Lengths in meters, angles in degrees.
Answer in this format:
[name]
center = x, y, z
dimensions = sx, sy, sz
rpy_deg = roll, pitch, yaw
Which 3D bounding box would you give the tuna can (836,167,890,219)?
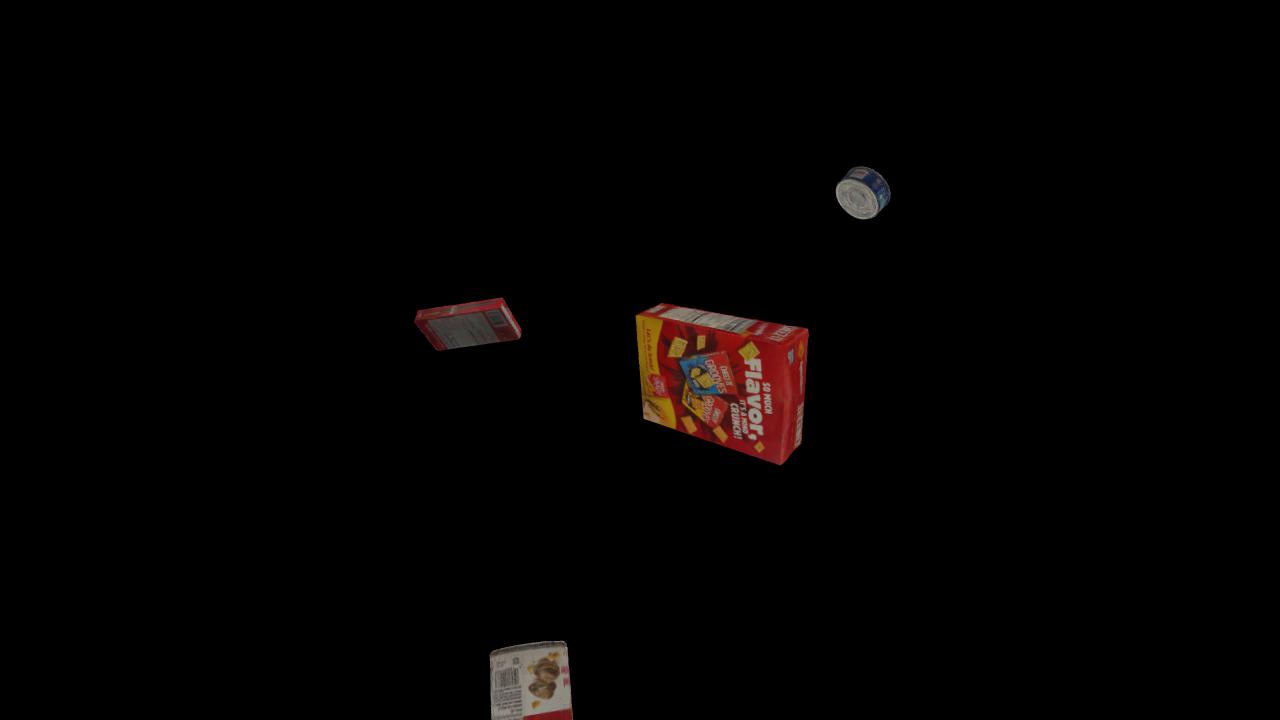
[tuna can]
center = 0.367, -0.275, 1.017
dimensions = 0.034, 0.084, 0.084
rpy_deg = -45, 16, -16

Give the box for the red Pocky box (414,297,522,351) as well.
[red Pocky box]
center = -0.284, -0.059, 1.021
dimensions = 0.155, 0.028, 0.083
rpy_deg = -7, -38, 11

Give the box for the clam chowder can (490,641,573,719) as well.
[clam chowder can]
center = -0.089, 0.292, 0.507
dimensions = 0.068, 0.102, 0.068
rpy_deg = -8, -28, -4

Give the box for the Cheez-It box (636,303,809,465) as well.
[Cheez-It box]
center = 0.103, 0.024, 0.813
dimensions = 0.223, 0.166, 0.071
rpy_deg = 14, 30, 35
